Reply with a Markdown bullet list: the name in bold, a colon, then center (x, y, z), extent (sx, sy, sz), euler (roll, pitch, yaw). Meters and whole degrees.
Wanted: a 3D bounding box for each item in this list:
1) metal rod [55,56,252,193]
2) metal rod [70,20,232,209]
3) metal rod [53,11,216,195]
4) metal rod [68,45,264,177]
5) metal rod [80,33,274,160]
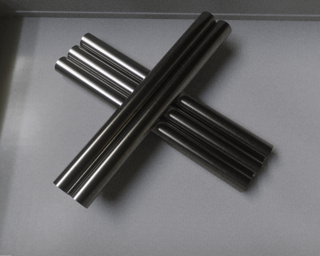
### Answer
- **metal rod**: center (-0.017, -0.010, 0.412), extent (0.301, 0.025, 0.025), euler (33, 73, 11)
- **metal rod**: center (-0.001, -0.029, 0.392), extent (0.025, 0.025, 0.300), euler (36, 74, 12)
- **metal rod**: center (-0.022, -0.042, 0.397), extent (0.025, 0.025, 0.300), euler (36, 74, 12)
- **metal rod**: center (-0.001, -0.028, 0.418), extent (0.301, 0.025, 0.025), euler (33, 73, 11)
- **metal rod**: center (0.015, -0.048, 0.425), extent (0.300, 0.025, 0.025), euler (33, 73, 11)
